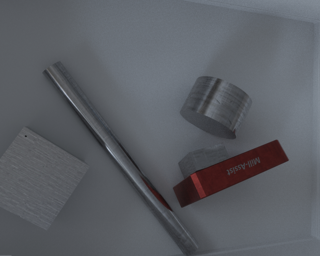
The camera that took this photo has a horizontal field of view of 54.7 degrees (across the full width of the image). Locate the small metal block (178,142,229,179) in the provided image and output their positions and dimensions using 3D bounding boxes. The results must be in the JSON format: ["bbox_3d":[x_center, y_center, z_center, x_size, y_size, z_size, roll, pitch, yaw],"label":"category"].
[{"bbox_3d":[0.058,0.045,0.417,0.050,0.050,0.025,-15,72,-20],"label":"small metal block"}]

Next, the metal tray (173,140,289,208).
[{"bbox_3d":[0.090,0.061,0.408,0.131,0.090,0.030,-18,74,-19],"label":"metal tray"}]

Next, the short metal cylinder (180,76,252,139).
[{"bbox_3d":[0.074,-0.026,0.410,0.080,0.080,0.050,30,80,-18],"label":"short metal cylinder"}]

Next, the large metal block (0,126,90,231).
[{"bbox_3d":[-0.138,0.053,0.347,0.080,0.050,0.080,36,78,-17],"label":"large metal block"}]

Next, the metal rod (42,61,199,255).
[{"bbox_3d":[-0.042,0.047,0.395,0.025,0.025,0.299,-39,103,-16],"label":"metal rod"}]
